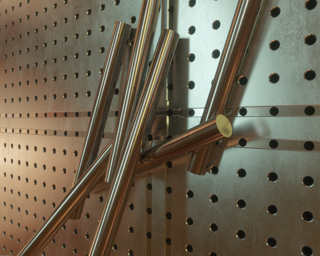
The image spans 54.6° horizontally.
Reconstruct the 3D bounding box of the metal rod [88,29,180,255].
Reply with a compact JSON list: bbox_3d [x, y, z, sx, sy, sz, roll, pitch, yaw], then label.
[{"bbox_3d":[-0.031,0.020,0.386,0.025,0.025,0.299,13,83,39],"label":"metal rod"}]

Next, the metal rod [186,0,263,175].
[{"bbox_3d":[0.083,-0.088,0.341,0.025,0.025,0.298,26,106,37],"label":"metal rod"}]

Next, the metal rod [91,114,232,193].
[{"bbox_3d":[-0.032,0.050,0.417,0.299,0.025,0.025,-28,72,43],"label":"metal rod"}]

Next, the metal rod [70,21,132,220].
[{"bbox_3d":[-0.093,-0.008,0.464,0.025,0.025,0.299,19,95,38],"label":"metal rod"}]

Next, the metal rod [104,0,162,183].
[{"bbox_3d":[-0.029,-0.076,0.407,0.025,0.025,0.299,11,89,39],"label":"metal rod"}]

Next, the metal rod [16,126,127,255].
[{"bbox_3d":[-0.113,0.089,0.444,0.299,0.025,0.025,-50,59,7],"label":"metal rod"}]
